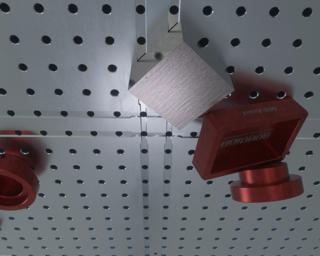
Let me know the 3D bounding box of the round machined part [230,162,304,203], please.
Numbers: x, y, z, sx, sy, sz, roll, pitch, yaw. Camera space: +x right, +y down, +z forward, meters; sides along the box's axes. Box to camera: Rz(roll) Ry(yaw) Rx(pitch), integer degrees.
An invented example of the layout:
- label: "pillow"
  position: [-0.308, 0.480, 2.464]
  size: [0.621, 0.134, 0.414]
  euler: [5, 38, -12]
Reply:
- label: "round machined part"
  position: [0.149, 0.074, 0.442]
  size: [0.098, 0.098, 0.042]
  euler: [-9, 87, 8]

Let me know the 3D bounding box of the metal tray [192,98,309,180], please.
- label: "metal tray"
  position: [0.112, 0.014, 0.390]
  size: [0.131, 0.030, 0.089]
  euler: [-10, 133, -21]

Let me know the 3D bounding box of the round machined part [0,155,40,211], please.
- label: "round machined part"
  position: [-0.231, 0.078, 0.465]
  size: [0.099, 0.042, 0.097]
  euler: [0, 130, 0]

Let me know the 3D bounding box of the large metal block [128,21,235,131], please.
- label: "large metal block"
  position: [0.023, -0.056, 0.348]
  size: [0.080, 0.050, 0.080]
  euler: [37, 121, -27]
